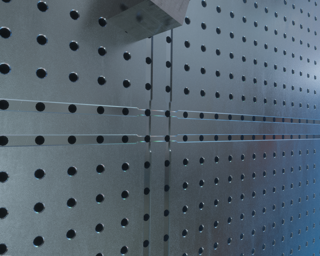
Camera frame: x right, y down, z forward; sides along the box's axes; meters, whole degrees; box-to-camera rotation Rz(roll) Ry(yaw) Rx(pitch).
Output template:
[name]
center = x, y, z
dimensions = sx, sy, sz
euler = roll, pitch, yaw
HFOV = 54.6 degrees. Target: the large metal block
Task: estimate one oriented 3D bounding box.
[large metal block]
center = -0.009, -0.159, 0.365
dimensions = 0.050, 0.080, 0.080
euler = 25, 74, -37
